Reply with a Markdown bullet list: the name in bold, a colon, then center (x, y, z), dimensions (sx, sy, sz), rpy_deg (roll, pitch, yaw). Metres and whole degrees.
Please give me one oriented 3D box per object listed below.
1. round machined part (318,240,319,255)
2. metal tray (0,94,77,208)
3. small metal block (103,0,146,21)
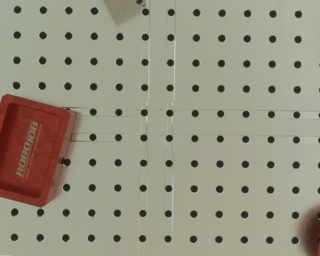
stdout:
- **round machined part**: center (0.256, 0.162, 0.407), dimensions (0.099, 0.042, 0.097), rpy_deg (0, 90, 0)
- **metal tray**: center (-0.174, 0.029, 0.409), dimensions (0.090, 0.030, 0.129), rpy_deg (15, 90, 0)
- **small metal block**: center (-0.053, -0.180, 0.413), dimensions (0.050, 0.025, 0.050), rpy_deg (-29, 90, 0)
